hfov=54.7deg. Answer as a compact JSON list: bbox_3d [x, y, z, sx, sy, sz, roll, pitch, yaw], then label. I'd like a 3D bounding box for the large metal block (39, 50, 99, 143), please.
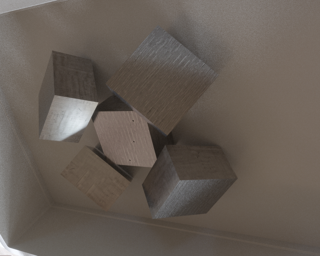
[{"bbox_3d":[-0.122,-0.039,0.401,0.050,0.080,0.080,8,136,-30],"label":"large metal block"}]

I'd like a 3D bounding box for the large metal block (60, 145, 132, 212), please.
[{"bbox_3d":[-0.088,0.072,0.455,0.080,0.050,0.080,39,173,1],"label":"large metal block"}]

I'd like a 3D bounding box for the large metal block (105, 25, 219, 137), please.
[{"bbox_3d":[0.002,-0.047,0.334,0.080,0.050,0.080,40,86,1],"label":"large metal block"}]

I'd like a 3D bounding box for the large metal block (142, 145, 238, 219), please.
[{"bbox_3d":[0.034,0.067,0.386,0.081,0.050,0.079,3,134,-28],"label":"large metal block"}]

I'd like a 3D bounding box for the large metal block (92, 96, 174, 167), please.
[{"bbox_3d":[-0.035,0.003,0.409,0.080,0.050,0.080,1,119,28],"label":"large metal block"}]
